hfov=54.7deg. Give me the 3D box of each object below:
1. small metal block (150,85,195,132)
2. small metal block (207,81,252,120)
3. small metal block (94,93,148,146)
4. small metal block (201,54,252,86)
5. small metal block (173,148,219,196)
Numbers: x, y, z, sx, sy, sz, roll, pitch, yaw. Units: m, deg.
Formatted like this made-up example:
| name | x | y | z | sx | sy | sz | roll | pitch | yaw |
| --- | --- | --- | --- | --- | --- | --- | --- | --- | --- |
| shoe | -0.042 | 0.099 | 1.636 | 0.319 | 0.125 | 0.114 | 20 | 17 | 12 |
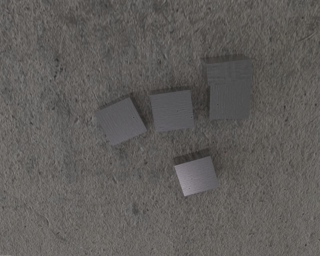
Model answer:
| name | x | y | z | sx | sy | sz | roll | pitch | yaw |
| --- | --- | --- | --- | --- | --- | --- | --- | --- | --- |
| small metal block | 0.016 | -0.025 | 0.401 | 0.050 | 0.025 | 0.050 | -8 | 110 | 2 |
| small metal block | 0.087 | -0.039 | 0.396 | 0.050 | 0.025 | 0.050 | -1 | 110 | 0 |
| small metal block | -0.050 | -0.012 | 0.405 | 0.050 | 0.025 | 0.050 | -24 | 109 | 8 |
| small metal block | 0.078 | -0.071 | 0.371 | 0.050 | 0.050 | 0.025 | -6 | 110 | 2 |
| small metal block | 0.051 | 0.062 | 0.433 | 0.050 | 0.025 | 0.050 | -17 | 109 | 6 |
